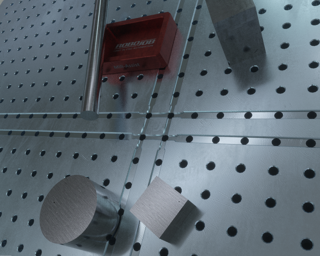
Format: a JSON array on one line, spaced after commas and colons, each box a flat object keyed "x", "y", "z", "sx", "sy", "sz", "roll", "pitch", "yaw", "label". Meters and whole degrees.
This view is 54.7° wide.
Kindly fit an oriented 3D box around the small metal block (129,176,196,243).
[{"x": 0.003, "y": 0.091, "z": 0.350, "sx": 0.050, "sy": 0.025, "sz": 0.050, "roll": 32, "pitch": 79, "yaw": 37, "label": "small metal block"}]

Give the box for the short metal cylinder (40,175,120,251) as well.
[{"x": -0.097, "y": 0.104, "z": 0.378, "sx": 0.080, "sy": 0.050, "sz": 0.080, "roll": -13, "pitch": 57, "yaw": 20, "label": "short metal cylinder"}]

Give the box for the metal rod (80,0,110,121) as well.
[{"x": -0.102, "y": -0.143, "z": 0.508, "sx": 0.025, "sy": 0.025, "sz": 0.299, "roll": -15, "pitch": 56, "yaw": 19, "label": "metal rod"}]

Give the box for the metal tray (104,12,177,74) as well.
[{"x": -0.044, "y": -0.138, "z": 0.510, "sx": 0.130, "sy": 0.030, "sz": 0.090, "roll": -1, "pitch": 61, "yaw": 27, "label": "metal tray"}]

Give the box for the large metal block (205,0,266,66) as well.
[{"x": 0.097, "y": -0.144, "z": 0.410, "sx": 0.050, "sy": 0.080, "sz": 0.080, "roll": -19, "pitch": 54, "yaw": 17, "label": "large metal block"}]
